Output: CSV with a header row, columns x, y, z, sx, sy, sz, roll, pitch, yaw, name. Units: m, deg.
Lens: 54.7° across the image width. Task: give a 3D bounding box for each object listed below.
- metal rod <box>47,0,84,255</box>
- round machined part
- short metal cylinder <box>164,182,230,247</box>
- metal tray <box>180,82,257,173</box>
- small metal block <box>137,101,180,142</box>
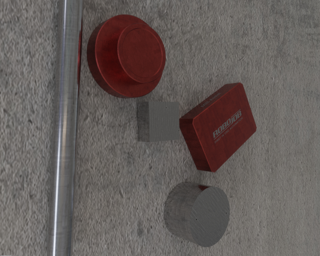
x,y,z,sx,sy,sz,roll,pitch,yaw,name
-0.097,-0.018,0.322,0.025,0.025,0.298,4,88,-40,metal rod
-0.032,-0.085,0.367,0.099,0.042,0.097,0,90,-40,round machined part
0.052,0.118,0.432,0.081,0.050,0.080,0,90,-40,short metal cylinder
0.094,-0.004,0.480,0.131,0.030,0.090,-36,113,-34,metal tray
-0.002,-0.009,0.403,0.050,0.025,0.050,-3,92,-40,small metal block
